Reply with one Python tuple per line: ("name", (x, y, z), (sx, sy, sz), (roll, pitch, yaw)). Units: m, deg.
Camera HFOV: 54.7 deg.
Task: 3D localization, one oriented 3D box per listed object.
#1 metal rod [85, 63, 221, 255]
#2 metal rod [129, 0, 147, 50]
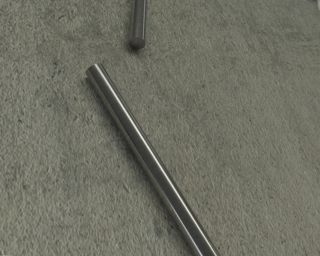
("metal rod", (-0.007, 0.047, 0.372), (0.025, 0.025, 0.299), (-23, 74, -37))
("metal rod", (-0.033, -0.254, 0.542), (0.025, 0.025, 0.299), (14, 56, -21))
